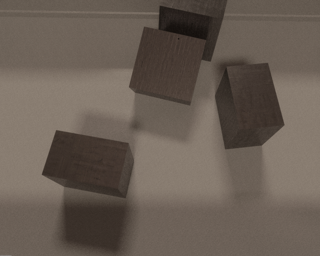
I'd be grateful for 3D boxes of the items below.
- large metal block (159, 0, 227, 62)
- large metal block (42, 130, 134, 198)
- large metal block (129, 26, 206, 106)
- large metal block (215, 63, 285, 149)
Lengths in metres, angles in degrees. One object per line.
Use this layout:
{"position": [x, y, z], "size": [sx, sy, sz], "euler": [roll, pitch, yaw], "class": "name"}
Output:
{"position": [0.043, -0.146, 0.431], "size": [0.080, 0.080, 0.050], "euler": [14, 62, 4], "class": "large metal block"}
{"position": [-0.078, 0.045, 0.363], "size": [0.080, 0.080, 0.050], "euler": [10, 71, 3], "class": "large metal block"}
{"position": [0.011, -0.080, 0.414], "size": [0.080, 0.050, 0.080], "euler": [14, 89, 4], "class": "large metal block"}
{"position": [0.108, -0.024, 0.391], "size": [0.050, 0.080, 0.080], "euler": [-6, 70, -2], "class": "large metal block"}
